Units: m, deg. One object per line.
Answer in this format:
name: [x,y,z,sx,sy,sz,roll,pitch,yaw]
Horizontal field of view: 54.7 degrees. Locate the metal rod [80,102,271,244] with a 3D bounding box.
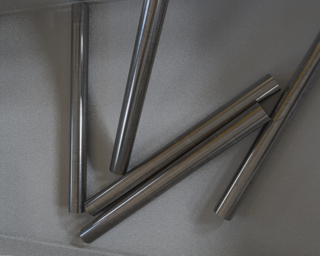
metal rod: [0.007,0.067,0.399,0.299,0.025,0.025,-38,78,18]

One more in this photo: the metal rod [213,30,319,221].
metal rod: [0.147,-0.023,0.358,0.025,0.025,0.298,31,100,17]

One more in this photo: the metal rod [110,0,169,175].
metal rod: [-0.023,-0.064,0.354,0.025,0.025,0.298,27,123,17]

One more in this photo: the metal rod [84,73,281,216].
metal rod: [0.018,0.030,0.403,0.300,0.025,0.025,-36,79,16]

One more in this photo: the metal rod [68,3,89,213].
metal rod: [-0.118,-0.028,0.450,0.025,0.025,0.298,1,90,19]
